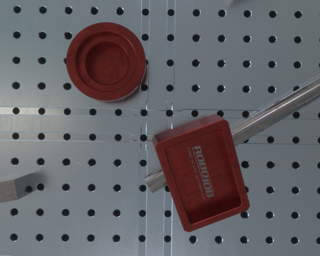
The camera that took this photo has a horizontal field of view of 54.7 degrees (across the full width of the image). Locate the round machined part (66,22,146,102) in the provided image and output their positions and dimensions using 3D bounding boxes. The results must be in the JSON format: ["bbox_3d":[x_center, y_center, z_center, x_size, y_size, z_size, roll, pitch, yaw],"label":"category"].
[{"bbox_3d":[-0.067,-0.083,0.404,0.099,0.042,0.097,0,90,0],"label":"round machined part"}]

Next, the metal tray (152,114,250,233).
[{"bbox_3d":[0.053,0.057,0.389,0.091,0.030,0.129,-20,108,-4],"label":"metal tray"}]

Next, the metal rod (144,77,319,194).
[{"bbox_3d":[0.116,0.002,0.414,0.301,0.025,0.025,-30,90,0],"label":"metal rod"}]

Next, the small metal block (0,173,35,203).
[{"bbox_3d":[-0.199,0.079,0.399,0.050,0.050,0.025,-11,90,0],"label":"small metal block"}]
